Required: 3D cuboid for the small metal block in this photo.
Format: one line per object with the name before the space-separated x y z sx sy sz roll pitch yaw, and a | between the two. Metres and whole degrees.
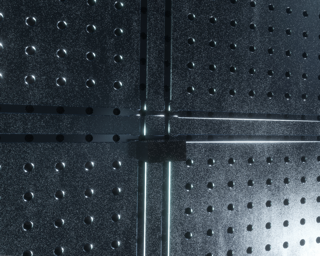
small metal block | 0.001 0.029 0.401 0.050 0.050 0.025 -1 91 -20
